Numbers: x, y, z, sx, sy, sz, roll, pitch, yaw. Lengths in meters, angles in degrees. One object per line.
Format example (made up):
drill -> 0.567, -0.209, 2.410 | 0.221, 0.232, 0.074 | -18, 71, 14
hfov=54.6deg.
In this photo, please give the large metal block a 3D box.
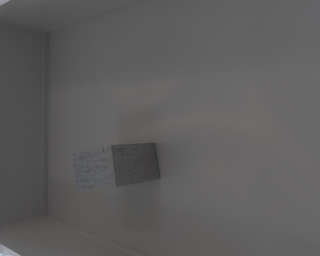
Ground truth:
large metal block -> -0.059, 0.052, 0.421 | 0.080, 0.081, 0.050 | -14, 81, 39
